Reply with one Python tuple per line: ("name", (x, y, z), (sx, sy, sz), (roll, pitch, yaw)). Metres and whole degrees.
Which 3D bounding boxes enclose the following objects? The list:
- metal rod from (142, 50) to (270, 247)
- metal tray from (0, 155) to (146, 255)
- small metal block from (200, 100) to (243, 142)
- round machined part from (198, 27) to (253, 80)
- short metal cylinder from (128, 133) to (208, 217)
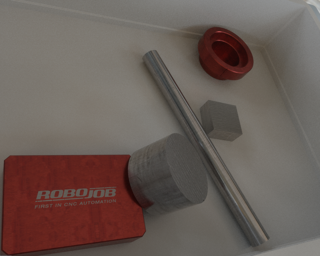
("metal rod", (0.056, 0.017, 0.426), (0.025, 0.025, 0.299), (-18, 72, -35))
("metal tray", (-0.086, 0.074, 0.312), (0.131, 0.030, 0.090), (2, 61, -28))
("small metal block", (0.091, -0.010, 0.463), (0.050, 0.025, 0.050), (9, 58, -24))
("round machined part", (0.106, -0.121, 0.528), (0.099, 0.042, 0.098), (14, 56, -21))
("short metal cylinder", (0.010, 0.052, 0.344), (0.080, 0.050, 0.080), (40, 35, -37))
